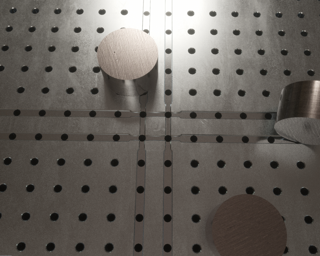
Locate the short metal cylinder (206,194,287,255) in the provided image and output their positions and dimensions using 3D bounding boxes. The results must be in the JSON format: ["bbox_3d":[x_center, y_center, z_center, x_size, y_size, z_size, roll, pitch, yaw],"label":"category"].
[{"bbox_3d":[0.096,0.120,0.356,0.081,0.050,0.080,0,70,0],"label":"short metal cylinder"}]

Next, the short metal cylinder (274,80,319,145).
[{"bbox_3d":[0.191,-0.017,0.391,0.080,0.080,0.050,16,71,5],"label":"short metal cylinder"}]

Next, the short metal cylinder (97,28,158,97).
[{"bbox_3d":[-0.043,-0.090,0.431,0.081,0.050,0.080,0,70,-1],"label":"short metal cylinder"}]
